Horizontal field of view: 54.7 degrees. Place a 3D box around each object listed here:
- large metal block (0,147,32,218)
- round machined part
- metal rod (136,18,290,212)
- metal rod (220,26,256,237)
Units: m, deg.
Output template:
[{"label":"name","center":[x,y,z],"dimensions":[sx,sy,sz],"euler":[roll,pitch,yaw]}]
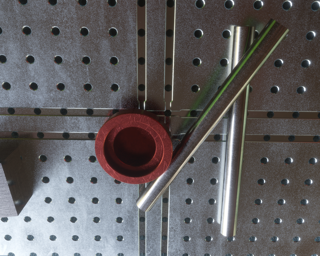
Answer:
[{"label":"large metal block","center":[-0.235,0.076,0.425],"dimensions":[0.080,0.050,0.079],"euler":[-6,110,2]},{"label":"round machined part","center":[-0.032,0.021,0.409],"dimensions":[0.099,0.042,0.097],"euler":[1,108,3]},{"label":"metal rod","center":[0.054,0.000,0.396],"dimensions":[0.025,0.025,0.298],"euler":[30,114,-11]},{"label":"metal rod","center":[0.103,0.018,0.421],"dimensions":[0.025,0.025,0.298],"euler":[-1,110,0]}]
